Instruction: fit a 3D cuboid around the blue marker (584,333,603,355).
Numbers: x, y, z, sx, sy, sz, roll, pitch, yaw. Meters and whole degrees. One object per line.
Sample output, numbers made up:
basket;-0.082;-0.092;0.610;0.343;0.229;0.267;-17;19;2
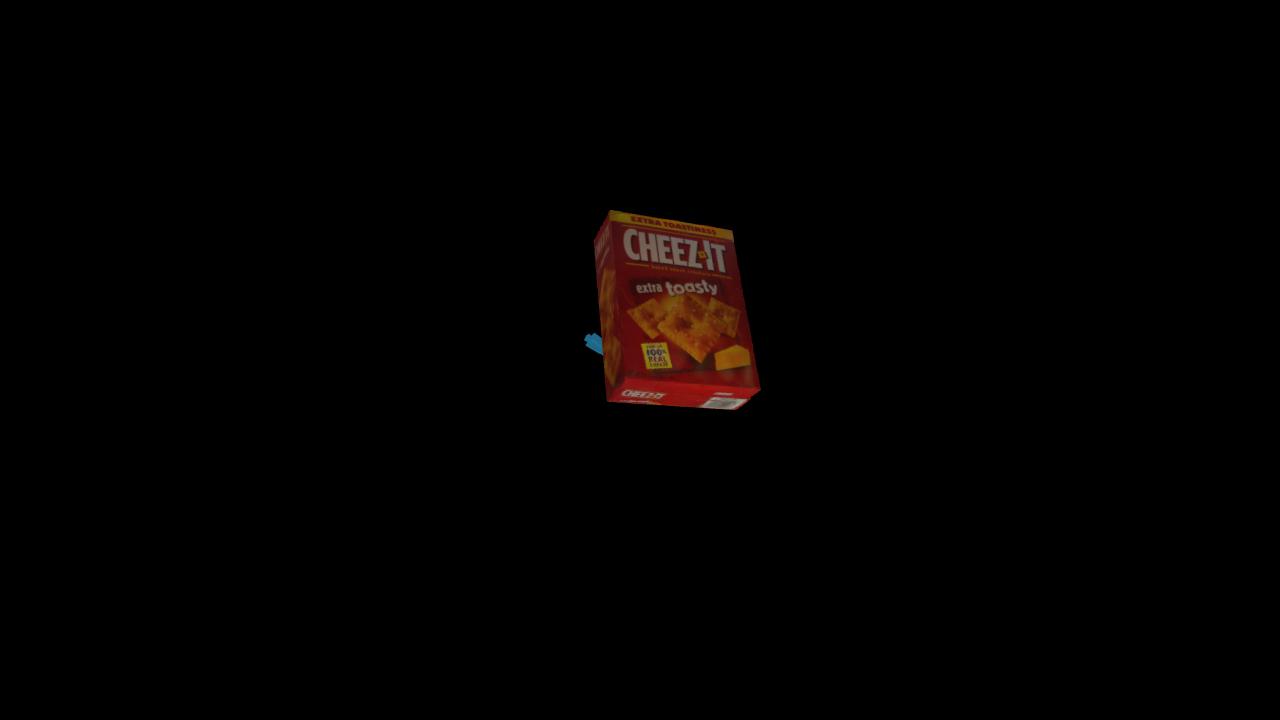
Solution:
blue marker;-0.015;0.005;0.741;0.121;0.020;0.020;34;-9;-13

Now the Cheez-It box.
Cheez-It box;0.039;-0.058;0.716;0.166;0.223;0.071;6;-28;-21
